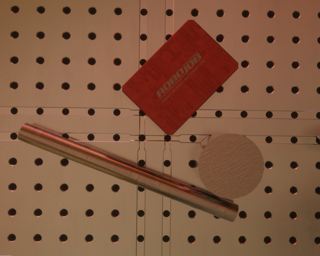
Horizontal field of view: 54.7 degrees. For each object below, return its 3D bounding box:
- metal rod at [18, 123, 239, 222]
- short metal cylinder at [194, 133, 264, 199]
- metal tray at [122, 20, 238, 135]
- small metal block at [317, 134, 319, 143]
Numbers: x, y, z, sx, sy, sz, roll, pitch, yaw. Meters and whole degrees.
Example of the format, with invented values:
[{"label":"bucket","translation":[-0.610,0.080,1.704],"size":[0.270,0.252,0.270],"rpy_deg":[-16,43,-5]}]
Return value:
[{"label":"metal rod","translation":[-0.041,0.059,0.412],"size":[0.301,0.025,0.025],"rpy_deg":[21,90,-1]},{"label":"short metal cylinder","translation":[0.087,0.046,0.402],"size":[0.081,0.050,0.079],"rpy_deg":[0,90,-1]},{"label":"metal tray","translation":[0.026,-0.065,0.411],"size":[0.090,0.030,0.130],"rpy_deg":[44,90,-1]},{"label":"small metal block","translation":[0.245,0.012,0.404],"size":[0.050,0.050,0.025],"rpy_deg":[-23,90,0]}]
